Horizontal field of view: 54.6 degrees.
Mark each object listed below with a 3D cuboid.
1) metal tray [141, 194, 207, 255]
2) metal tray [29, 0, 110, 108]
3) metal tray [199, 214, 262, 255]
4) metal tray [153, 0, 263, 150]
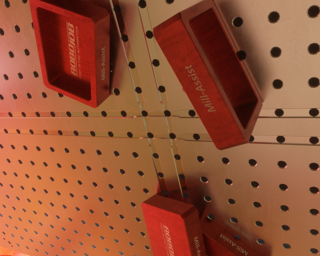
[{"bbox_3d":[0.024,0.173,0.472,0.090,0.030,0.129,3,111,46],"label":"metal tray"},{"bbox_3d":[-0.111,-0.096,0.395,0.090,0.030,0.129,23,136,14],"label":"metal tray"},{"bbox_3d":[0.091,0.202,0.485,0.130,0.030,0.089,34,129,5],"label":"metal tray"},{"bbox_3d":[0.054,-0.055,0.306,0.030,0.090,0.130,-20,108,36],"label":"metal tray"}]
